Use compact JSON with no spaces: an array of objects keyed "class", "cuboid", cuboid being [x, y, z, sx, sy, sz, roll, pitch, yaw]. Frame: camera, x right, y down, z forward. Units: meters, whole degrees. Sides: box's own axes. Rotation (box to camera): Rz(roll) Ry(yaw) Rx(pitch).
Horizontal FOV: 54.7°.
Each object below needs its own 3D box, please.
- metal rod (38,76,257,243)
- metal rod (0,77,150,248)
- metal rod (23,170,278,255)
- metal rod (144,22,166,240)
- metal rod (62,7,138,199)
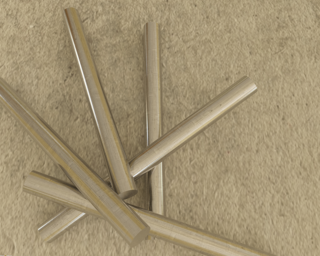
[{"class":"metal rod","cuboid":[-0.012,0.035,0.368,0.301,0.025,0.025,-36,74,-2]},{"class":"metal rod","cuboid":[-0.123,0.020,0.358,0.300,0.025,0.025,38,74,28]},{"class":"metal rod","cuboid":[0.000,0.109,0.341,0.302,0.025,0.025,20,71,-2]},{"class":"metal rod","cuboid":[-0.008,-0.010,0.411,0.025,0.025,0.299,-1,70,-1]},{"class":"metal rod","cuboid":[-0.085,-0.051,0.399,0.025,0.025,0.299,-19,61,-7]}]
